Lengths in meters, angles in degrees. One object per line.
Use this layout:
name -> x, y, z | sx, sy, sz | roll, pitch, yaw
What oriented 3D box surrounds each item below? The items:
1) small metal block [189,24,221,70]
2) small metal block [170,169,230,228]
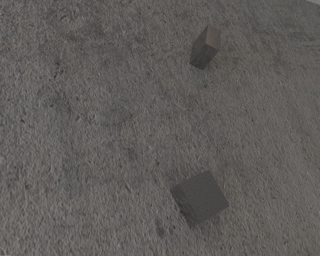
small metal block -> 0.075, -0.133, 0.508 | 0.025, 0.050, 0.050 | 23, 53, -15
small metal block -> 0.048, 0.085, 0.378 | 0.050, 0.025, 0.050 | -17, 71, -35
